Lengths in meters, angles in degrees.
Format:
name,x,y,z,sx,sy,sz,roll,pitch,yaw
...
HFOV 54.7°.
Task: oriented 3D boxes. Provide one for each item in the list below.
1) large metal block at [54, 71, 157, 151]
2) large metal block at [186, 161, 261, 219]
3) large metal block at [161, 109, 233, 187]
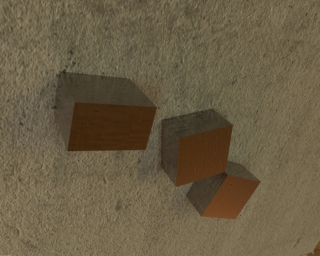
name,x,y,z,sx,sy,sz,roll,pitch,yaw
large metal block,-0.061,-0.019,0.326,0.081,0.080,0.050,1,118,-29
large metal block,0.103,0.100,0.509,0.081,0.050,0.080,16,110,-35
large metal block,0.049,0.026,0.433,0.081,0.050,0.079,-13,124,-22
